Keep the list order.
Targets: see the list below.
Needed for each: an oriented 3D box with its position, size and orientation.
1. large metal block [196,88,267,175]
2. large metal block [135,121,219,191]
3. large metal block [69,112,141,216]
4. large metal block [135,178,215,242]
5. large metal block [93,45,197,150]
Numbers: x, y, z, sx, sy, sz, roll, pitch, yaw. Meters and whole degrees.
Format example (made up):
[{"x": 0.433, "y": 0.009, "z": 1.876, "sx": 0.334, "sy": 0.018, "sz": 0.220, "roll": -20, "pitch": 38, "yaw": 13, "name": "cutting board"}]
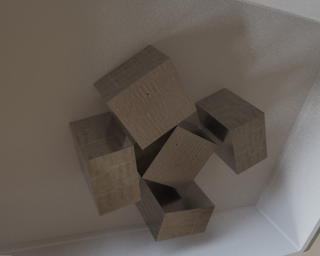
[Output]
[{"x": 0.099, "y": 0.003, "z": 0.429, "sx": 0.050, "sy": 0.080, "sz": 0.080, "roll": -28, "pitch": 128, "yaw": -11, "name": "large metal block"}, {"x": 0.018, "y": 0.031, "z": 0.421, "sx": 0.080, "sy": 0.050, "sz": 0.080, "roll": 25, "pitch": 105, "yaw": -37, "name": "large metal block"}, {"x": -0.064, "y": 0.039, "z": 0.362, "sx": 0.050, "sy": 0.080, "sz": 0.079, "roll": -18, "pitch": 126, "yaw": -19, "name": "large metal block"}, {"x": 0.019, "y": 0.111, "z": 0.453, "sx": 0.081, "sy": 0.080, "sz": 0.050, "roll": 1, "pitch": 118, "yaw": -29, "name": "large metal block"}, {"x": -0.016, "y": -0.035, "z": 0.361, "sx": 0.080, "sy": 0.050, "sz": 0.080, "roll": -36, "pitch": 130, "yaw": -4, "name": "large metal block"}]
